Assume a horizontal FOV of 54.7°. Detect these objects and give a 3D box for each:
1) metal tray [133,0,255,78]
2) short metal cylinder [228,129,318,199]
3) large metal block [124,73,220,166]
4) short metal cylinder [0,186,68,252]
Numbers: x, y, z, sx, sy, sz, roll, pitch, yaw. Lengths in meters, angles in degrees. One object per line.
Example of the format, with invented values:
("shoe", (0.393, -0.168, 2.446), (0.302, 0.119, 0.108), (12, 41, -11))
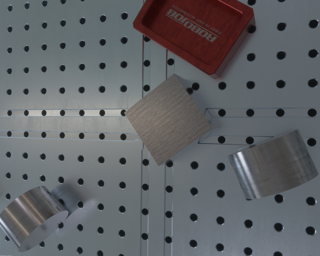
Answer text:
("metal tray", (0.041, -0.135, 0.395), (0.130, 0.030, 0.090), (36, 101, 16))
("short metal cylinder", (0.122, 0.039, 0.340), (0.080, 0.080, 0.050), (-24, 82, 18))
("large metal block", (0.016, -0.010, 0.394), (0.080, 0.050, 0.080), (-37, 79, 16))
("short metal cylinder", (-0.182, 0.130, 0.447), (0.050, 0.080, 0.080), (44, 104, 15))
